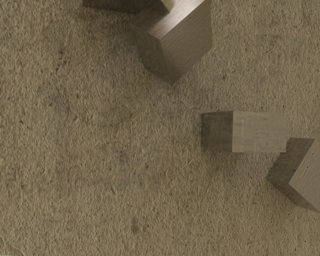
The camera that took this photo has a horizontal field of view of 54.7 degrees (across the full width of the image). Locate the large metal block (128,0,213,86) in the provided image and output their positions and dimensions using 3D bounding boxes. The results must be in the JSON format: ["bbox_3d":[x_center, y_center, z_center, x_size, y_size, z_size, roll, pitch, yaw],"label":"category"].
[{"bbox_3d":[0.017,-0.113,0.379,0.050,0.080,0.080,38,74,28],"label":"large metal block"}]

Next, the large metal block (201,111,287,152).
[{"bbox_3d":[0.111,0.005,0.420,0.081,0.080,0.050,2,90,-20],"label":"large metal block"}]

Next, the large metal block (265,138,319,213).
[{"bbox_3d":[0.225,0.071,0.479,0.080,0.050,0.080,40,77,-16],"label":"large metal block"}]

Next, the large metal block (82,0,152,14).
[{"bbox_3d":[-0.045,-0.177,0.362,0.081,0.080,0.050,1,88,-20],"label":"large metal block"}]
